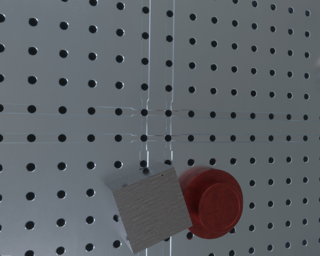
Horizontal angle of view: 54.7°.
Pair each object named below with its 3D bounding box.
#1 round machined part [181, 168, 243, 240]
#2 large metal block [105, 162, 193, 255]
[{"bbox_3d":[0.075,0.107,0.431,0.099,0.042,0.097,0,90,-20],"label":"round machined part"},{"bbox_3d":[-0.015,0.097,0.394,0.081,0.050,0.080,-20,97,-19],"label":"large metal block"}]
